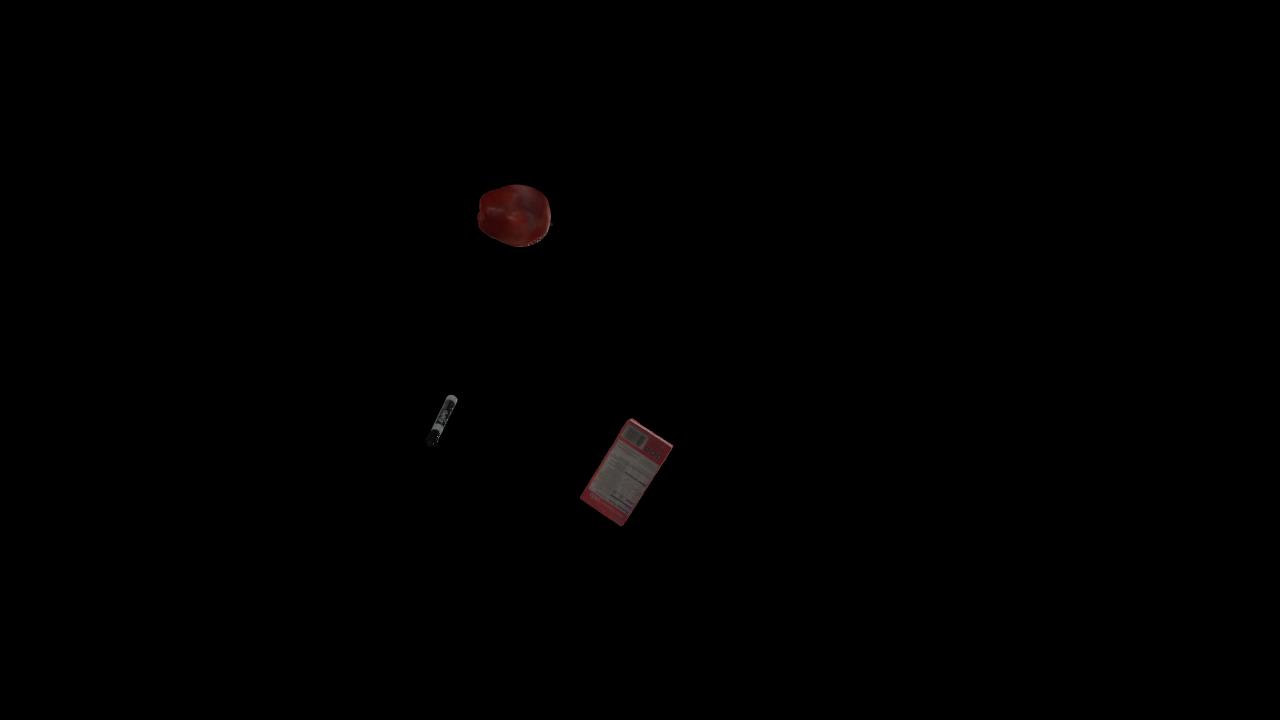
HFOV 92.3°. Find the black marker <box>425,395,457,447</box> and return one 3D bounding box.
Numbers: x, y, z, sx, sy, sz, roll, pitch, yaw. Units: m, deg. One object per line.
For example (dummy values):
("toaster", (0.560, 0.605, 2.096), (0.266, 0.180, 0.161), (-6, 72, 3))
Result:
("black marker", (-0.319, 0.097, 0.990), (0.020, 0.020, 0.121), (0, 32, 1))

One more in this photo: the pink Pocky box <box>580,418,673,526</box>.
("pink Pocky box", (-0.022, 0.179, 0.986), (0.084, 0.155, 0.029), (32, 7, 8))

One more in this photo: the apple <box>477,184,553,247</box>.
("apple", (-0.156, -0.181, 0.776), (0.093, 0.079, 0.079), (4, -2, -20))
